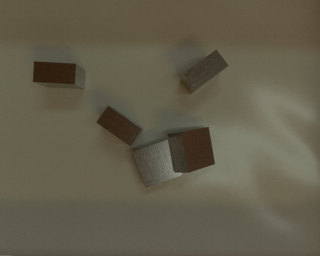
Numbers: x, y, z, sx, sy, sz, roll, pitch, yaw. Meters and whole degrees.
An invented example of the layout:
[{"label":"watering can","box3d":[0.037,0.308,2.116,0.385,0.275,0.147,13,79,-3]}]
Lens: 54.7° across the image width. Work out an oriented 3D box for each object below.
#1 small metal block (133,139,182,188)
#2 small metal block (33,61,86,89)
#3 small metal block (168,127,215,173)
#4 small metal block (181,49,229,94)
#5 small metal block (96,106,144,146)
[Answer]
[{"label":"small metal block","box3d":[-0.003,0.046,0.411,0.050,0.025,0.050,-20,90,-1]},{"label":"small metal block","box3d":[-0.127,-0.067,0.397,0.050,0.050,0.025,3,90,-1]},{"label":"small metal block","box3d":[0.041,0.027,0.399,0.050,0.025,0.050,-10,90,-41]},{"label":"small metal block","box3d":[0.056,-0.071,0.400,0.050,0.050,0.025,-37,90,0]},{"label":"small metal block","box3d":[-0.049,-0.003,0.398,0.050,0.050,0.025,35,90,-1]}]
